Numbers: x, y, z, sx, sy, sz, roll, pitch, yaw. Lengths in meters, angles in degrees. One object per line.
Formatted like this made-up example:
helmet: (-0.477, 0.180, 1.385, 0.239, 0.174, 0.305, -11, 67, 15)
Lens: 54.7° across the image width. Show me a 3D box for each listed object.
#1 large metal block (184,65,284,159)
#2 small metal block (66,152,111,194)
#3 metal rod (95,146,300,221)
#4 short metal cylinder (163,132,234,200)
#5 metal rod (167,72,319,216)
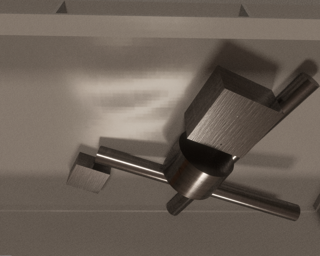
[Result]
large metal block: (0.086, -0.017, 0.379, 0.080, 0.050, 0.079, 20, 127, -17)
small metal block: (-0.107, 0.068, 0.466, 0.050, 0.025, 0.050, 21, 127, -18)
metal rod: (0.056, 0.081, 0.448, 0.302, 0.025, 0.025, 17, 129, -3)
short metal cylinder: (0.051, 0.048, 0.415, 0.081, 0.080, 0.050, 18, 128, -16)
metal rod: (0.100, 0.041, 0.445, 0.025, 0.025, 0.298, 25, 126, -20)
